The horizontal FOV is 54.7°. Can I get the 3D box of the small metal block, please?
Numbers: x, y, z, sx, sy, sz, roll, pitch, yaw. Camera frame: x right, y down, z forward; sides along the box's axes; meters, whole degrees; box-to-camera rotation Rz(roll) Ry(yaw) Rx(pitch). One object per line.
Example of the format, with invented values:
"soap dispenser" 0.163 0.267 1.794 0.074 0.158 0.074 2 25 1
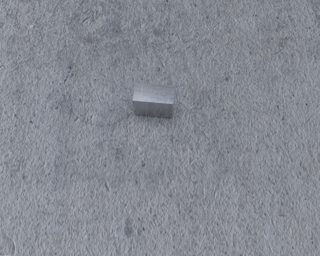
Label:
"small metal block" -0.008 -0.035 0.408 0.050 0.050 0.025 5 70 1
